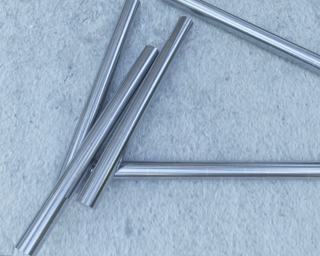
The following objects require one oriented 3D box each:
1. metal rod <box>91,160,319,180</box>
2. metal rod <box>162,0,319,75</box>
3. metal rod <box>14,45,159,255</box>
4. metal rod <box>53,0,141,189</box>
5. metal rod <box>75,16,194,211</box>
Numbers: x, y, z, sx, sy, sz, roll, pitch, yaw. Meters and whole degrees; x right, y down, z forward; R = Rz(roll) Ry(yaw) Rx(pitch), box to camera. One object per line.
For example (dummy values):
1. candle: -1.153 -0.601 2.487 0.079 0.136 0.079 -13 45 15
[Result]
1. metal rod: 0.067 0.053 0.389 0.302 0.025 0.025 0 70 -1
2. metal rod: 0.118 -0.152 0.465 0.301 0.025 0.025 29 73 9
3. metal rod: -0.076 0.009 0.386 0.025 0.025 0.300 25 65 8
4. metal rod: -0.080 -0.059 0.428 0.025 0.025 0.299 14 70 5
5. metal rod: -0.022 -0.036 0.404 0.025 0.025 0.300 23 65 8
